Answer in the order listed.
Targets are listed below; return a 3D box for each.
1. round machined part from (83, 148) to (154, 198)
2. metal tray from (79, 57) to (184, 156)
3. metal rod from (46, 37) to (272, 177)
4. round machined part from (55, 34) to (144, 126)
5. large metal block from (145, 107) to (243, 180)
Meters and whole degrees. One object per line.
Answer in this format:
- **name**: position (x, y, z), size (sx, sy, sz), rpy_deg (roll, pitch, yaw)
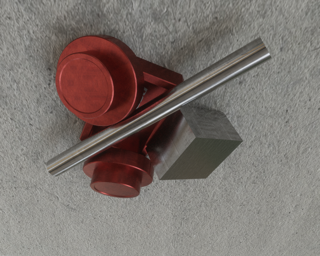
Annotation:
- **round machined part**: position (-0.059, 0.067, 0.432), size (0.099, 0.042, 0.098), rpy_deg (6, 151, 4)
- **metal tray**: position (-0.037, -0.022, 0.386), size (0.091, 0.030, 0.129), rpy_deg (19, 128, -16)
- **metal rod**: position (-0.019, -0.013, 0.359), size (0.300, 0.025, 0.025), rpy_deg (-28, 125, 22)
- **round machined part**: position (-0.070, -0.048, 0.330), size (0.098, 0.042, 0.097), rpy_deg (7, 111, 19)
- **large metal block**: position (0.042, 0.021, 0.392), size (0.081, 0.050, 0.080), rpy_deg (6, 134, -37)
